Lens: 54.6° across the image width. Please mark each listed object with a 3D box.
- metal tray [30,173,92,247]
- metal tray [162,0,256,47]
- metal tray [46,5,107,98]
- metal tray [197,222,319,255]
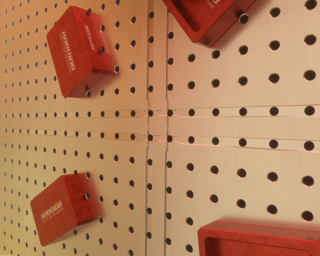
[{"bbox_3d":[-0.182,0.149,0.558,0.130,0.030,0.090,-37,68,34],"label":"metal tray"},{"bbox_3d":[0.046,-0.173,0.368,0.090,0.030,0.130,-44,64,31],"label":"metal tray"},{"bbox_3d":[-0.145,-0.128,0.527,0.090,0.030,0.130,-31,71,35],"label":"metal tray"},{"bbox_3d":[0.104,0.151,0.320,0.130,0.030,0.090,-8,85,39],"label":"metal tray"}]
